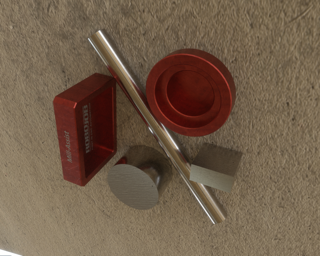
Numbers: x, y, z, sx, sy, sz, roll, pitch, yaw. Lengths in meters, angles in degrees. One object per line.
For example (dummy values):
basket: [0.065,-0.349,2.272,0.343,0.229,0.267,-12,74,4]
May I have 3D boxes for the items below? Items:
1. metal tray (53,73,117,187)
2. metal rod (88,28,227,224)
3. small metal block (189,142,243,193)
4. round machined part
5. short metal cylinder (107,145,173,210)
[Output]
metal tray: [-0.094,0.002,0.416,0.030,0.090,0.129,17,125,18]
metal rod: [0.004,0.007,0.410,0.025,0.025,0.299,-24,106,36]
small metal block: [0.069,0.047,0.380,0.050,0.050,0.025,16,125,19]
round machined part: [0.037,-0.042,0.351,0.098,0.042,0.097,13,124,20]
short metal cylinder: [-0.028,0.071,0.449,0.080,0.050,0.079,13,124,20]
